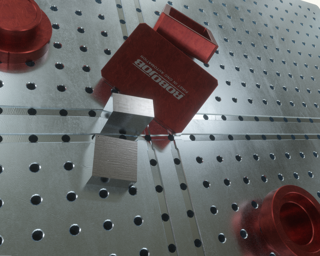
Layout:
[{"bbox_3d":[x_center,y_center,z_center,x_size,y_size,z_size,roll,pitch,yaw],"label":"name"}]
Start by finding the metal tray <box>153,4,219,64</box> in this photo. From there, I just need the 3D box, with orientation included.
[{"bbox_3d":[0.039,-0.150,0.480,0.090,0.030,0.130,28,25,-10],"label":"metal tray"}]

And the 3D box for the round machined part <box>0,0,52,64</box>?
[{"bbox_3d":[-0.183,-0.130,0.378,0.099,0.042,0.098,14,56,-21],"label":"round machined part"}]

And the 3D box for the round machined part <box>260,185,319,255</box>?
[{"bbox_3d":[0.174,0.129,0.412,0.099,0.042,0.098,14,56,-21],"label":"round machined part"}]

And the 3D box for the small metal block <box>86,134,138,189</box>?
[{"bbox_3d":[-0.054,0.039,0.355,0.050,0.025,0.050,12,57,-22],"label":"small metal block"}]

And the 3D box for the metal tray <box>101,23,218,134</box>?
[{"bbox_3d":[0.000,-0.064,0.415,0.130,0.030,0.090,38,84,-3],"label":"metal tray"}]

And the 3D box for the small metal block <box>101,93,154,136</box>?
[{"bbox_3d":[-0.041,-0.015,0.379,0.050,0.050,0.025,8,59,-24],"label":"small metal block"}]
